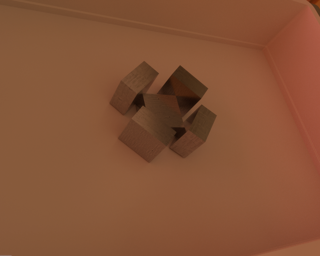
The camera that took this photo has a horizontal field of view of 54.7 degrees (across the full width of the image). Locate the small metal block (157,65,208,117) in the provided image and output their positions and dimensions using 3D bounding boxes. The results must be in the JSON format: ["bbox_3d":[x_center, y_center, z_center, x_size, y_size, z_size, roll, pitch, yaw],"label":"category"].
[{"bbox_3d":[0.030,-0.051,0.433,0.050,0.050,0.025,39,50,-3],"label":"small metal block"}]

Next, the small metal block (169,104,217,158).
[{"bbox_3d":[0.044,0.005,0.407,0.025,0.050,0.050,36,50,-6],"label":"small metal block"}]

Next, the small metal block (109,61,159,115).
[{"bbox_3d":[-0.034,-0.051,0.400,0.025,0.050,0.050,41,52,0],"label":"small metal block"}]

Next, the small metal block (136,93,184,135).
[{"bbox_3d":[0.000,-0.017,0.413,0.050,0.025,0.050,1,61,-28],"label":"small metal block"}]

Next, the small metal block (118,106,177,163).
[{"bbox_3d":[-0.016,0.009,0.373,0.050,0.050,0.025,39,52,-2],"label":"small metal block"}]
